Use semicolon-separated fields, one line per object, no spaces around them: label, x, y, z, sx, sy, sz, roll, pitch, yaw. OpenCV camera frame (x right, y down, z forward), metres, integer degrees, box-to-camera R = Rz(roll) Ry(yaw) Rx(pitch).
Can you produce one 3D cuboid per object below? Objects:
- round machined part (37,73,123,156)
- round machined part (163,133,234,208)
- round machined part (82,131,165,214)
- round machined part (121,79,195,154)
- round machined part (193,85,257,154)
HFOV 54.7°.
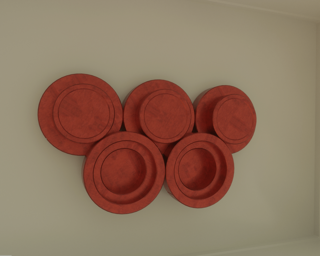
round machined part;-0.091;-0.016;0.365;0.099;0.042;0.097;0;89;-21
round machined part;0.046;0.054;0.417;0.099;0.042;0.097;0;90;-20
round machined part;-0.046;0.052;0.382;0.099;0.042;0.097;0;90;-20
round machined part;0.001;-0.014;0.399;0.099;0.042;0.097;0;89;-20
round machined part;0.094;-0.012;0.433;0.099;0.042;0.097;0;89;-20
